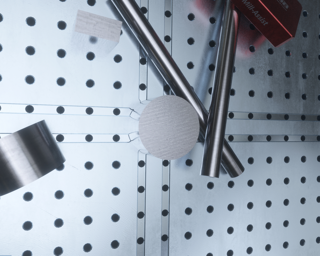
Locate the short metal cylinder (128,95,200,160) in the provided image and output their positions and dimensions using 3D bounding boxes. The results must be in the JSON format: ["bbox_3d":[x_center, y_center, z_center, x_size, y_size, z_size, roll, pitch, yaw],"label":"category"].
[{"bbox_3d":[0.004,-0.001,0.402,0.081,0.050,0.079,0,90,-20],"label":"short metal cylinder"}]

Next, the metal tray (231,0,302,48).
[{"bbox_3d":[0.148,-0.191,0.448,0.130,0.030,0.090,39,54,-16],"label":"metal tray"}]

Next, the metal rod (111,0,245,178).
[{"bbox_3d":[0.029,-0.054,0.424,0.025,0.025,0.299,-39,103,-16],"label":"metal rod"}]

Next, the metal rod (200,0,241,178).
[{"bbox_3d":[0.089,-0.081,0.428,0.025,0.025,0.299,14,79,-20],"label":"metal rod"}]

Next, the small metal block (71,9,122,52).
[{"bbox_3d":[-0.077,-0.114,0.371,0.050,0.050,0.025,9,87,-20],"label":"small metal block"}]

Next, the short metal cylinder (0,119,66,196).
[{"bbox_3d":[-0.149,0.031,0.329,0.081,0.080,0.050,-28,100,-18],"label":"short metal cylinder"}]
